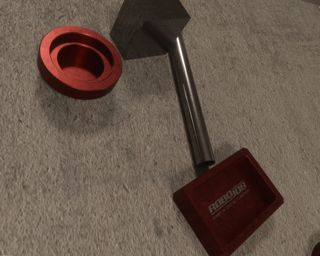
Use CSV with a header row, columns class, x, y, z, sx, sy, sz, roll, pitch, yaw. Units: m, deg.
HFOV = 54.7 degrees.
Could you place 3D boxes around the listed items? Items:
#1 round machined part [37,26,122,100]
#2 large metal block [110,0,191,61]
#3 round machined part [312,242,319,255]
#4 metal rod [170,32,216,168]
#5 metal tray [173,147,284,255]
class,x,y,z,sx,sy,sz,roll,pitch,yaw
round machined part,-0.100,-0.076,0.386,0.099,0.042,0.098,14,56,-21
large metal block,-0.016,-0.148,0.452,0.081,0.080,0.050,-18,72,-35
round machined part,0.256,0.197,0.414,0.099,0.042,0.098,14,56,-21
metal rod,0.037,-0.084,0.476,0.025,0.025,0.299,4,60,-27
metal tray,0.091,0.090,0.396,0.131,0.030,0.090,-25,75,-37
